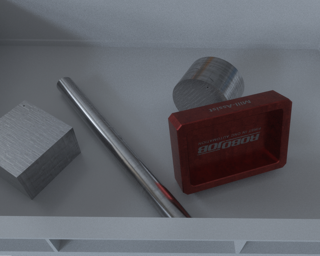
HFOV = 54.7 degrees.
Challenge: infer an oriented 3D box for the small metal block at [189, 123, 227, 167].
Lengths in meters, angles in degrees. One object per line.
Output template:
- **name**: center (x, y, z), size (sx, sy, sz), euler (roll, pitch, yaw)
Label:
- **small metal block**: center (0.053, 0.016, 0.372), size (0.050, 0.050, 0.025), euler (-11, 28, -9)

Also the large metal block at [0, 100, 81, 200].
- **large metal block**: center (-0.156, 0.024, 0.367), size (0.080, 0.050, 0.080), euler (27, 55, 20)

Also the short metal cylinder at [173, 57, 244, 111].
- **short metal cylinder**: center (0.064, -0.046, 0.409), size (0.080, 0.080, 0.050), euler (23, 54, 18)

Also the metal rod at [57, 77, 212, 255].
- **metal rod**: center (-0.049, 0.027, 0.381), size (0.025, 0.025, 0.300), euler (-30, 57, -23)

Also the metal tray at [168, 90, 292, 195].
- **metal tray**: center (0.079, 0.016, 0.347), size (0.131, 0.089, 0.030), euler (-13, 29, -12)
